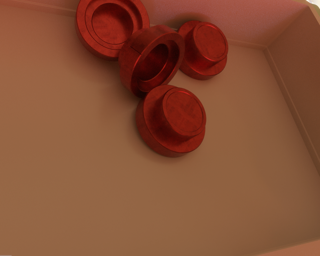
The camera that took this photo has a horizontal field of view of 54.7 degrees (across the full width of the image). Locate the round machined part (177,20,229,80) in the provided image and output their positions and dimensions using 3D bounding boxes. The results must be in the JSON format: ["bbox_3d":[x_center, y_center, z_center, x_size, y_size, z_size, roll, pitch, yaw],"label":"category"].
[{"bbox_3d":[0.070,-0.130,0.498,0.099,0.042,0.098,9,71,-27],"label":"round machined part"}]

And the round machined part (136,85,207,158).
[{"bbox_3d":[0.021,-0.014,0.406,0.099,0.042,0.098,14,62,-28],"label":"round machined part"}]

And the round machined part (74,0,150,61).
[{"bbox_3d":[-0.067,-0.140,0.427,0.099,0.042,0.097,1,88,-21],"label":"round machined part"}]

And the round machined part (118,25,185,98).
[{"bbox_3d":[-0.016,-0.091,0.410,0.042,0.097,0.099,41,48,24],"label":"round machined part"}]
